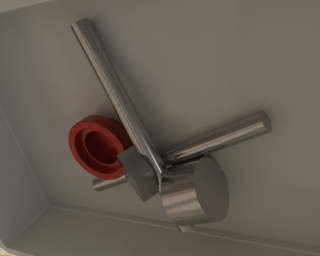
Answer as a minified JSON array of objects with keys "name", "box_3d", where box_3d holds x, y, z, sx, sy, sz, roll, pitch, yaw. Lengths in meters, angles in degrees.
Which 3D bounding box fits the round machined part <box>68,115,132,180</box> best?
[{"name":"round machined part","box_3d":[-0.080,0.024,0.451,0.098,0.042,0.097,13,124,20]}]

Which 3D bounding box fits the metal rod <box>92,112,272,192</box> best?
[{"name":"metal rod","box_3d":[0.007,0.044,0.429,0.299,0.025,0.025,-25,105,36]}]

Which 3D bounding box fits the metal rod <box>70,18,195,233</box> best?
[{"name":"metal rod","box_3d":[-0.030,0.003,0.400,0.025,0.025,0.299,-21,101,35]}]

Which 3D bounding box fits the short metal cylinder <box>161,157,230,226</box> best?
[{"name":"short metal cylinder","box_3d":[0.046,0.082,0.396,0.050,0.080,0.080,-21,107,36]}]

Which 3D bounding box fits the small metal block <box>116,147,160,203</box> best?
[{"name":"small metal block","box_3d":[-0.029,0.060,0.405,0.050,0.025,0.050,44,157,41]}]
